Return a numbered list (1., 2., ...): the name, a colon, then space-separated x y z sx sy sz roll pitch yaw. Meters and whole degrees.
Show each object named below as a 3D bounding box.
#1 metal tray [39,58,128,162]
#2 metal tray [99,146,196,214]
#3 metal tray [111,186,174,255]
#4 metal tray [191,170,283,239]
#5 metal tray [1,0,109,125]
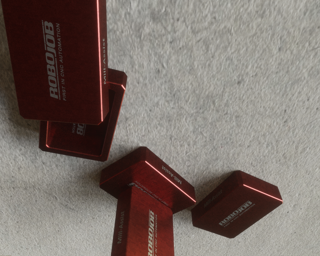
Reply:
1. metal tray: -0.099 -0.018 0.386 0.091 0.030 0.129 12 129 -11
2. metal tray: -0.017 0.093 0.483 0.090 0.030 0.130 -32 124 24
3. metal tray: -0.021 0.156 0.431 0.030 0.130 0.090 -35 122 26
4. metal tray: 0.125 0.132 0.519 0.090 0.030 0.129 24 126 -20
5. metal tray: -0.101 -0.070 0.316 0.091 0.030 0.129 5 116 3
